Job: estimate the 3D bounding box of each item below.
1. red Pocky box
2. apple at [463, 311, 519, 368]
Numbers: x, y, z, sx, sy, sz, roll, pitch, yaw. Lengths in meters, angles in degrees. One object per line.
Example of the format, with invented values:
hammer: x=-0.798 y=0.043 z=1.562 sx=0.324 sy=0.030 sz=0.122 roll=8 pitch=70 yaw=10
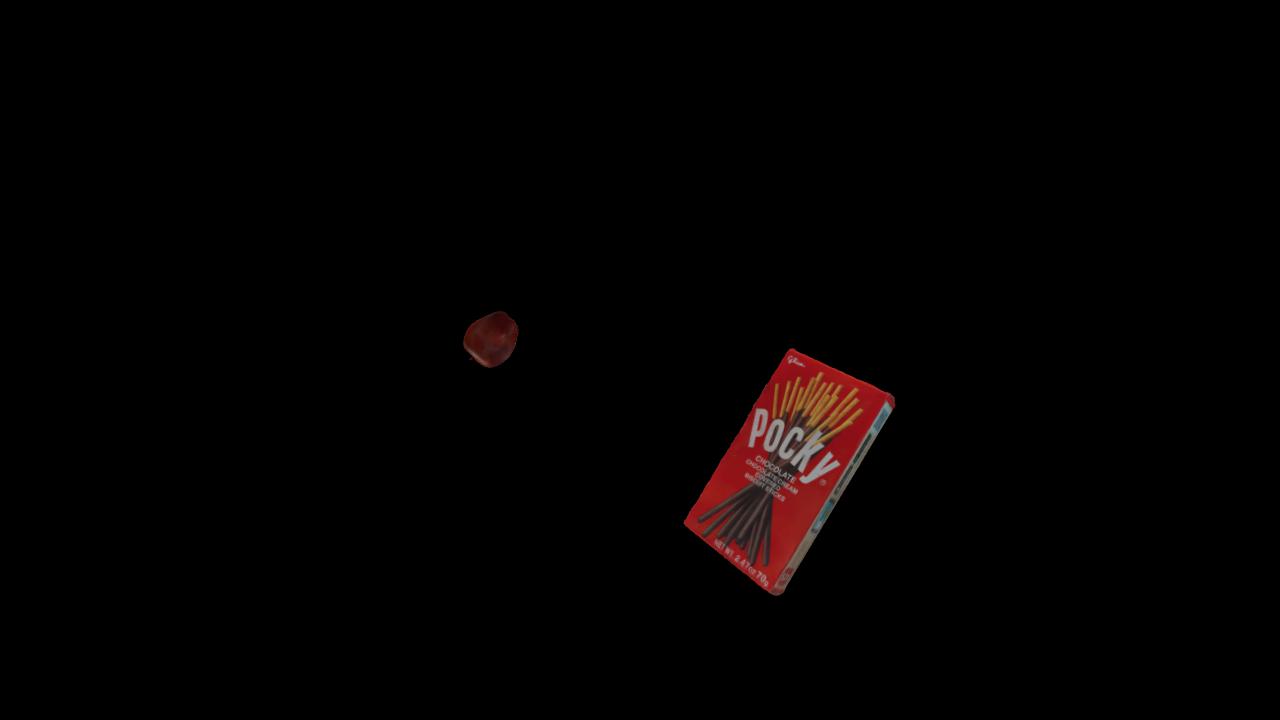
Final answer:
red Pocky box: x=0.102 y=0.074 z=0.432 sx=0.083 sy=0.155 sz=0.028 roll=30 pitch=-3 yaw=41
apple: x=-0.237 y=-0.032 z=0.982 sx=0.079 sy=0.093 sz=0.079 roll=37 pitch=-16 yaw=12
